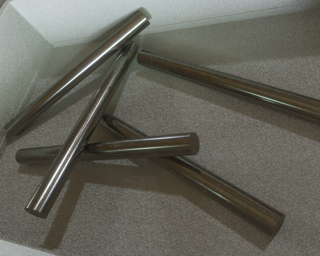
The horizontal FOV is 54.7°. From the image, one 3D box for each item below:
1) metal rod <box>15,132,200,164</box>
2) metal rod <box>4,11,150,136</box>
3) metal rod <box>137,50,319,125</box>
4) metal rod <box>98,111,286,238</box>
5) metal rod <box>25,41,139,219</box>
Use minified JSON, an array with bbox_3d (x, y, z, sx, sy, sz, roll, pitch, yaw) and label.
[{"bbox_3d":[-0.090,0.031,0.411,0.300,0.025,0.025,-6,59,31],"label":"metal rod"},{"bbox_3d":[-0.140,-0.083,0.506,0.300,0.025,0.025,-37,51,11],"label":"metal rod"},{"bbox_3d":[0.082,-0.058,0.397,0.300,0.025,0.025,26,76,36],"label":"metal rod"},{"bbox_3d":[0.005,0.035,0.380,0.300,0.025,0.025,28,77,37],"label":"metal rod"},{"bbox_3d":[-0.091,-0.021,0.424,0.025,0.025,0.300,-1,49,27],"label":"metal rod"}]
